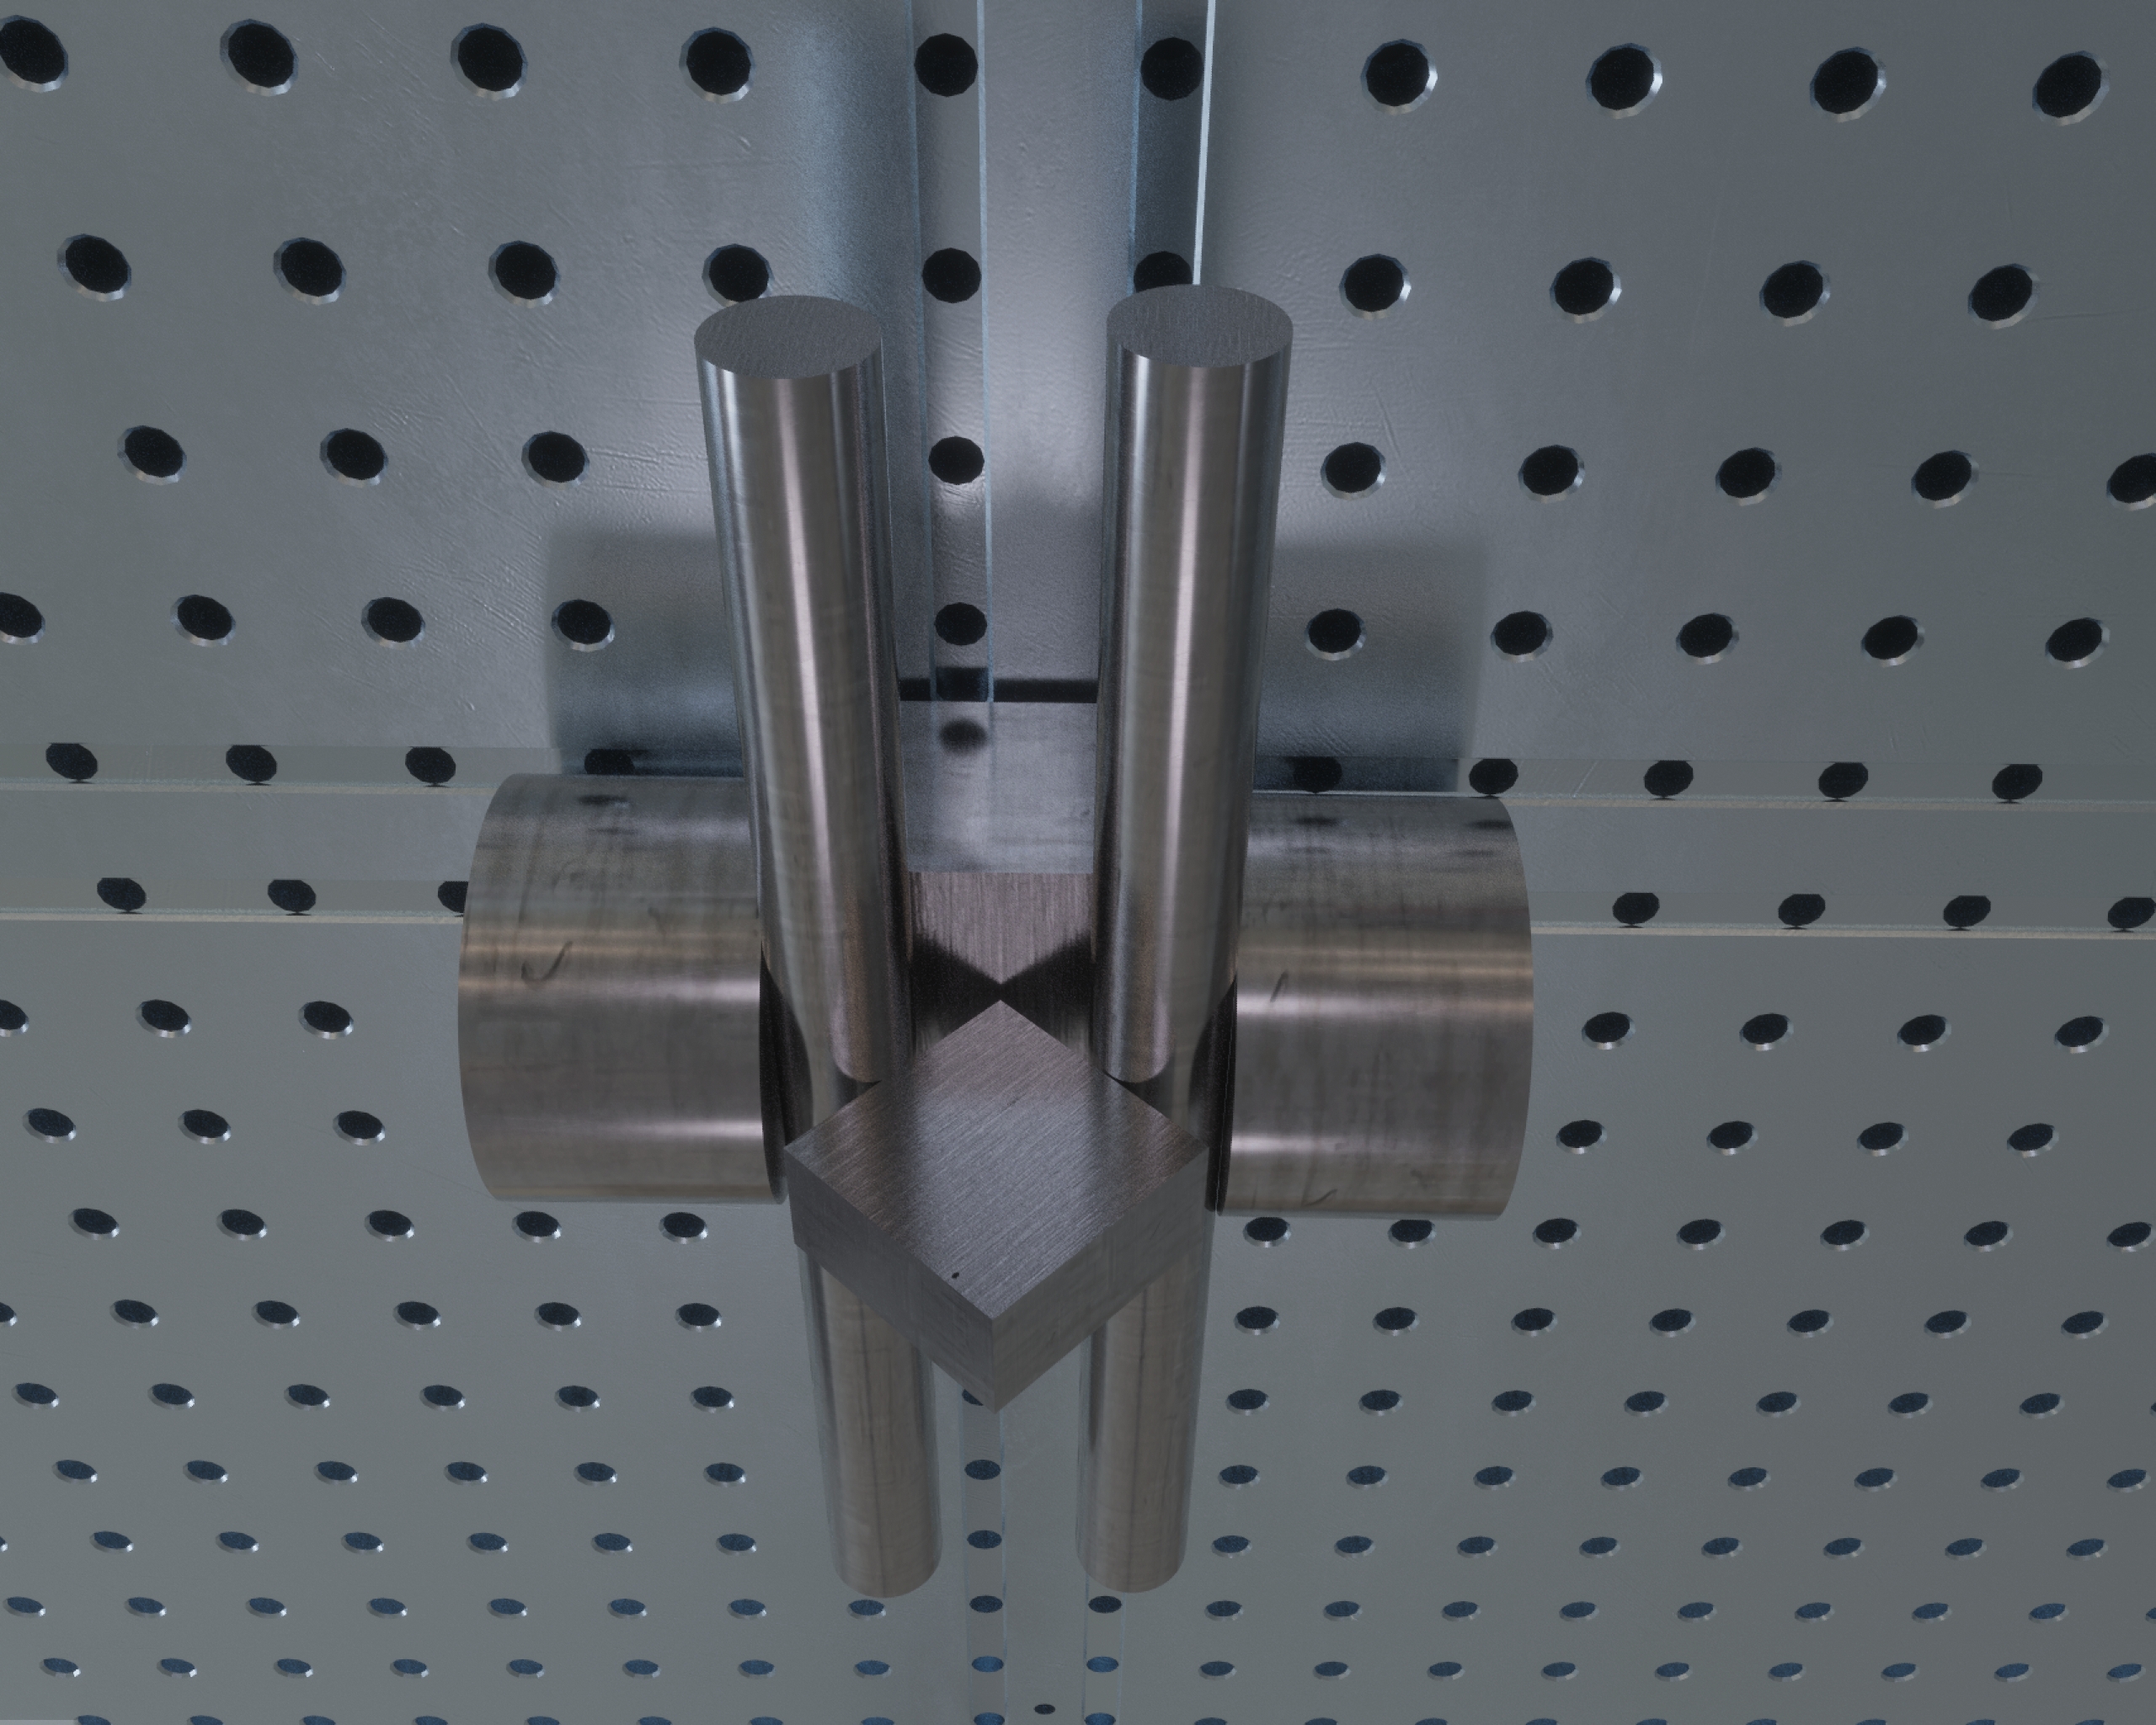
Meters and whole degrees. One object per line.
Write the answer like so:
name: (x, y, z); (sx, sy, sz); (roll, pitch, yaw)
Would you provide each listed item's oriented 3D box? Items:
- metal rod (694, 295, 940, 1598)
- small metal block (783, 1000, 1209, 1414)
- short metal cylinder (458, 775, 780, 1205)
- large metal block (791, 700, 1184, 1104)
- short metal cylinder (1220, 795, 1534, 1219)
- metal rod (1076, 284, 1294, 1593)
metal rod: (-0.041, 0.042, 0.377); (0.025, 0.025, 0.298); (0, 130, -1)
small metal block: (-0.014, 0.057, 0.357); (0.050, 0.050, 0.025); (33, 140, 31)
short metal cylinder: (-0.080, 0.023, 0.390); (0.050, 0.080, 0.079); (1, 130, -1)
large metal block: (-0.014, 0.016, 0.404); (0.081, 0.050, 0.079); (1, 130, -1)
short metal cylinder: (0.052, 0.027, 0.394); (0.050, 0.080, 0.079); (1, 130, 0)
metal rod: (0.014, 0.041, 0.377); (0.025, 0.025, 0.298); (0, 130, -1)
